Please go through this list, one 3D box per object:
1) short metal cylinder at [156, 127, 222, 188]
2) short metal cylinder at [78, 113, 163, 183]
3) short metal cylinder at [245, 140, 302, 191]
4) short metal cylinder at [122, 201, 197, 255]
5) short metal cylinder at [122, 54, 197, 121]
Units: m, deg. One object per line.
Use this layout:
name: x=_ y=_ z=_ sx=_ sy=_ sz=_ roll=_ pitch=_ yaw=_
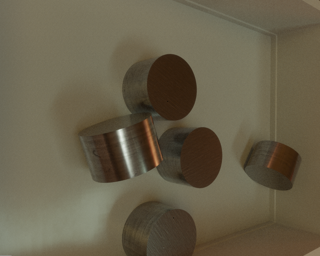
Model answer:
short metal cylinder: x=0.040 y=0.038 z=0.423 sx=0.081 sy=0.050 sz=0.080 roll=0 pitch=90 yaw=-40
short metal cylinder: x=-0.042 y=0.019 z=0.336 sx=0.081 sy=0.080 sz=0.050 roll=-24 pitch=106 yaw=-37
short metal cylinder: x=0.195 y=0.065 z=0.534 sx=0.080 sy=0.080 sz=0.050 roll=45 pitch=63 yaw=-31
short metal cylinder: x=0.000 y=0.137 z=0.390 sx=0.081 sy=0.050 sz=0.080 roll=0 pitch=90 yaw=-40
short metal cylinder: x=0.000 y=-0.049 z=0.390 sx=0.081 sy=0.050 sz=0.080 roll=0 pitch=90 yaw=-40
